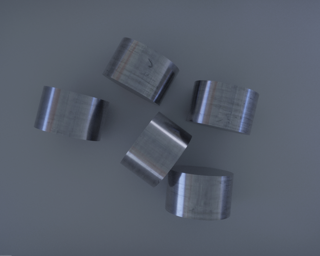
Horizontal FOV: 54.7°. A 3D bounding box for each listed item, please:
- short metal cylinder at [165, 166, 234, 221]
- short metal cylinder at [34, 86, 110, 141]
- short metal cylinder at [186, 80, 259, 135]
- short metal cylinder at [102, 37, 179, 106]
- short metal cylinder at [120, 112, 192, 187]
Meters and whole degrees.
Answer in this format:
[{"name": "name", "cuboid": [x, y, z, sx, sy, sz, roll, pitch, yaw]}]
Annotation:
[{"name": "short metal cylinder", "cuboid": [0.048, 0.078, 0.384, 0.080, 0.080, 0.050, 5, 90, 0]}, {"name": "short metal cylinder", "cuboid": [-0.108, -0.017, 0.383, 0.080, 0.080, 0.050, 14, 90, 0]}, {"name": "short metal cylinder", "cuboid": [0.077, -0.024, 0.384, 0.080, 0.080, 0.050, 13, 90, 0]}, {"name": "short metal cylinder", "cuboid": [-0.023, -0.068, 0.384, 0.080, 0.080, 0.050, 29, 90, 0]}, {"name": "short metal cylinder", "cuboid": [-0.005, 0.026, 0.384, 0.050, 0.080, 0.080, 37, 90, 0]}]
